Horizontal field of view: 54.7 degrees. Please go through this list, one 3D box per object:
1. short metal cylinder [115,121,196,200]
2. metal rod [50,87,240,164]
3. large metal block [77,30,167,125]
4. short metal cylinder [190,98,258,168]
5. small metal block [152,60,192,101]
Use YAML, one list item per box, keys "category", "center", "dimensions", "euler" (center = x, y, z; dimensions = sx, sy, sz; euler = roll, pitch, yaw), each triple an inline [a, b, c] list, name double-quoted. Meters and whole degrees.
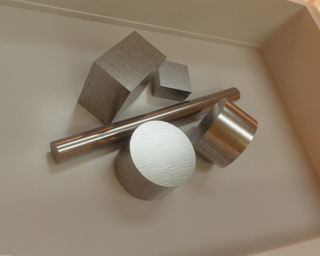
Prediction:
- category: "short metal cylinder"
  center: [-0.006, 0.038, 0.362]
  dimensions: [0.081, 0.050, 0.080]
  euler: [14, 56, -21]
- category: "metal rod"
  center: [0.005, -0.014, 0.417]
  dimensions: [0.302, 0.025, 0.025]
  euler: [-19, 72, -36]
- category: "large metal block"
  center: [-0.048, -0.060, 0.381]
  dimensions: [0.050, 0.080, 0.080]
  euler: [40, 51, -2]
- category: "short metal cylinder"
  center: [0.082, 0.006, 0.412]
  dimensions: [0.050, 0.080, 0.080]
  euler: [37, 51, -4]
- category: "small metal block"
  center: [0.016, -0.071, 0.457]
  dimensions: [0.050, 0.025, 0.050]
  euler: [8, 58, -24]
